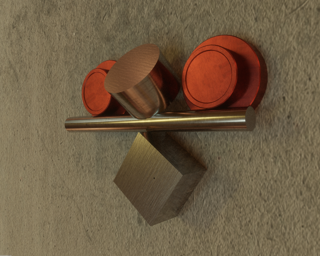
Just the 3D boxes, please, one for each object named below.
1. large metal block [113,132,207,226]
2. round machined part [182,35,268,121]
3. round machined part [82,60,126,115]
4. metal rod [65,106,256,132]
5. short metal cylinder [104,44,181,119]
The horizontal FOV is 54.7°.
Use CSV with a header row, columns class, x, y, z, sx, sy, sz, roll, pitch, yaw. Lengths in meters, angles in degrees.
class,x,y,z,sx,sy,sz,roll,pitch,yaw
large metal block,-0.002,0.060,0.389,0.080,0.050,0.080,43,116,31
round machined part,0.063,-0.054,0.343,0.098,0.042,0.097,0,90,40
round machined part,-0.079,-0.052,0.459,0.098,0.042,0.097,0,90,40
metal rod,-0.026,-0.007,0.400,0.300,0.025,0.025,-1,90,40
short metal cylinder,-0.021,-0.058,0.384,0.080,0.050,0.080,-23,42,23
